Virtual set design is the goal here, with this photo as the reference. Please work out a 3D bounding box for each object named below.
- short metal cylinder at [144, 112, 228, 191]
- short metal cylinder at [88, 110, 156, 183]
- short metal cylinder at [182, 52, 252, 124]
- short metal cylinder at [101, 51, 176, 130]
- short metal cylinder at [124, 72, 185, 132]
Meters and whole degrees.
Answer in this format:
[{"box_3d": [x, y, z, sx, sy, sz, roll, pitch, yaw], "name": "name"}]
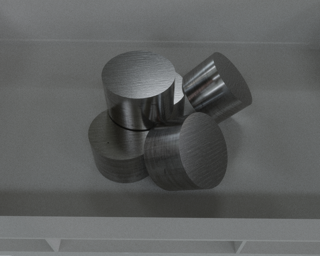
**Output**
[{"box_3d": [0.029, 0.027, 0.336, 0.050, 0.080, 0.080, -15, 35, 44], "name": "short metal cylinder"}, {"box_3d": [-0.041, 0.019, 0.371, 0.081, 0.050, 0.080, 0, 50, 0], "name": "short metal cylinder"}, {"box_3d": [0.075, -0.051, 0.404, 0.080, 0.050, 0.080, 33, 38, -31], "name": "short metal cylinder"}, {"box_3d": [-0.023, -0.044, 0.357, 0.081, 0.050, 0.080, 0, 50, 0], "name": "short metal cylinder"}, {"box_3d": [-0.007, -0.038, 0.418, 0.081, 0.050, 0.080, 0, 50, 0], "name": "short metal cylinder"}]
